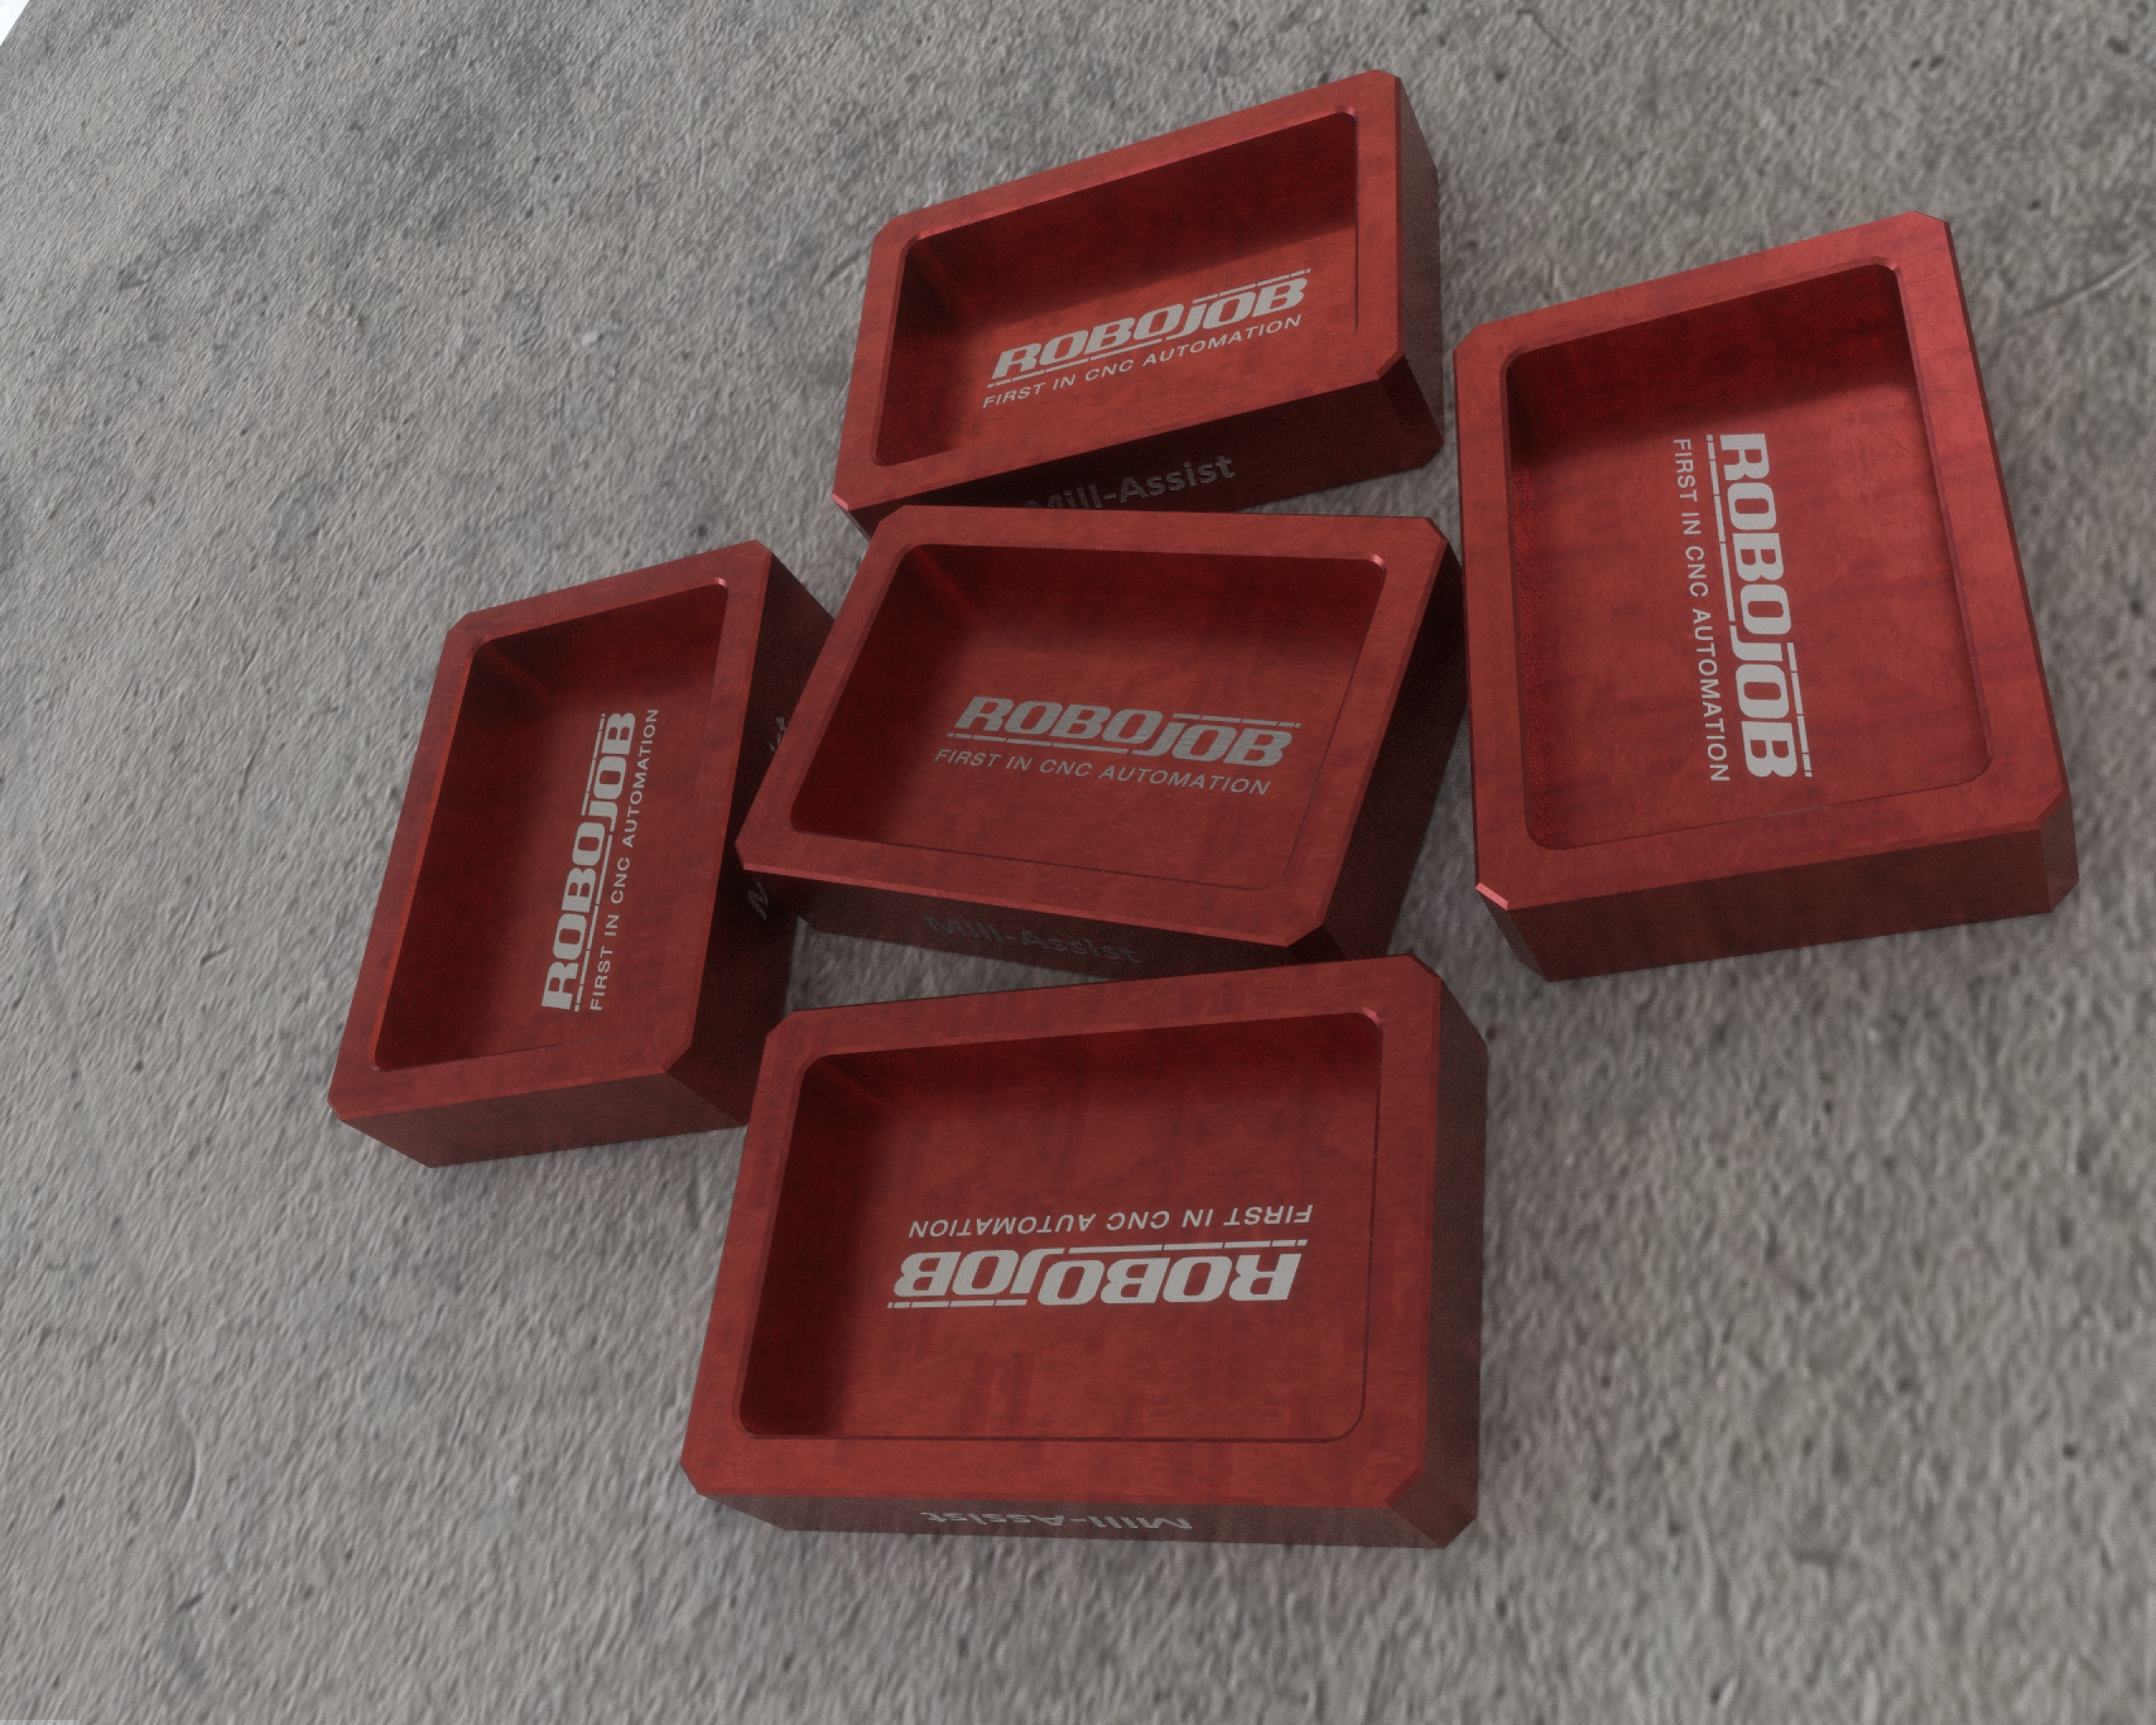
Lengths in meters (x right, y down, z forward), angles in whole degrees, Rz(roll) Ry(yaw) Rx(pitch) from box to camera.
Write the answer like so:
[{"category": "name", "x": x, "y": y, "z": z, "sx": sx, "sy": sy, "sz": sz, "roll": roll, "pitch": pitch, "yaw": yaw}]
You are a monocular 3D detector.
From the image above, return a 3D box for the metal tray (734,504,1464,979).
[{"category": "metal tray", "x": 0.005, "y": -0.025, "z": 0.412, "sx": 0.130, "sy": 0.030, "sz": 0.090, "roll": 7, "pitch": 65, "yaw": 31}]

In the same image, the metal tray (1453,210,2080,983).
[{"category": "metal tray", "x": 0.116, "y": -0.048, "z": 0.368, "sx": 0.090, "sy": 0.030, "sz": 0.130, "roll": -10, "pitch": 57, "yaw": 22}]

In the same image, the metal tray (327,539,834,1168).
[{"category": "metal tray", "x": -0.106, "y": -0.003, "z": 0.457, "sx": 0.090, "sy": 0.030, "sz": 0.130, "roll": -10, "pitch": 57, "yaw": 22}]

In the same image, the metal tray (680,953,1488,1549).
[{"category": "metal tray", "x": 0.002, "y": 0.067, "z": 0.358, "sx": 0.130, "sy": 0.030, "sz": 0.090, "roll": -7, "pitch": 59, "yaw": 24}]

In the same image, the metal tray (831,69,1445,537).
[{"category": "metal tray", "x": 0.013, "y": -0.118, "z": 0.465, "sx": 0.130, "sy": 0.030, "sz": 0.090, "roll": -9, "pitch": 58, "yaw": 23}]
